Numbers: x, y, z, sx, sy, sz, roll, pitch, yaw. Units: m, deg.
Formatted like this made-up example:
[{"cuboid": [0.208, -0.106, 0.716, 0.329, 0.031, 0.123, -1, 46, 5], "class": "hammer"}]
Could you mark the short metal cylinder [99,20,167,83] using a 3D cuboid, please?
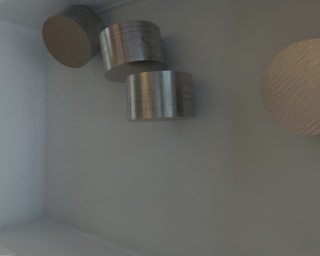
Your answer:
[{"cuboid": [-0.035, -0.095, 0.398, 0.080, 0.081, 0.050, -17, 80, 38], "class": "short metal cylinder"}]

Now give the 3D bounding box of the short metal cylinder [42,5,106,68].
[{"cuboid": [-0.127, -0.138, 0.467, 0.080, 0.050, 0.079, 13, 130, 16], "class": "short metal cylinder"}]

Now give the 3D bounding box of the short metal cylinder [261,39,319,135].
[{"cuboid": [0.139, -0.034, 0.275, 0.080, 0.050, 0.079, 0, 90, 39], "class": "short metal cylinder"}]

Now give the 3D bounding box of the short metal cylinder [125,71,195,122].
[{"cuboid": [0.000, -0.035, 0.369, 0.080, 0.081, 0.050, -4, 88, 39], "class": "short metal cylinder"}]
